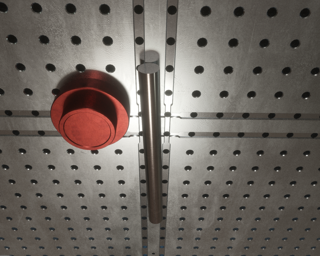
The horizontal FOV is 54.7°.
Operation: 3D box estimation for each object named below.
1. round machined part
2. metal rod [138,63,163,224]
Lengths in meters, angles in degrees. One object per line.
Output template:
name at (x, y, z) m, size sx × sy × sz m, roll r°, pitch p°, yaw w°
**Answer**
round machined part at (-0.088, -0.010, 0.391) m, size 0.099 × 0.042 × 0.097 m, roll -1°, pitch 130°, yaw 0°
metal rod at (-0.010, 0.045, 0.449) m, size 0.025 × 0.025 × 0.298 m, roll -1°, pitch 130°, yaw 0°
